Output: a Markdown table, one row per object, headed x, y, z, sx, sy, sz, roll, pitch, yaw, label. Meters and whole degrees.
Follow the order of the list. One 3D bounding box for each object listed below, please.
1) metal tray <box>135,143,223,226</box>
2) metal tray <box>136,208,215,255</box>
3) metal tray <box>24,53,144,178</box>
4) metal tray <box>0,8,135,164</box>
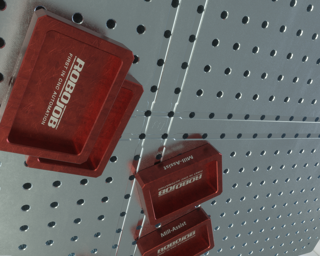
| x | y | z | sx | sy | sz | roll | pitch | yaw | label |
| --- | --- | --- | --- | --- | --- | --- | --- | --- | --- |
| 0.033 | 0.087 | 0.478 | 0.131 | 0.030 | 0.090 | -20 | 126 | -16 | metal tray |
| 0.031 | 0.207 | 0.551 | 0.131 | 0.030 | 0.090 | -23 | 127 | -14 | metal tray |
| -0.087 | -0.009 | 0.354 | 0.091 | 0.030 | 0.129 | 17 | 110 | -35 | metal tray |
| -0.093 | -0.032 | 0.297 | 0.091 | 0.030 | 0.129 | 16 | 110 | -35 | metal tray |
